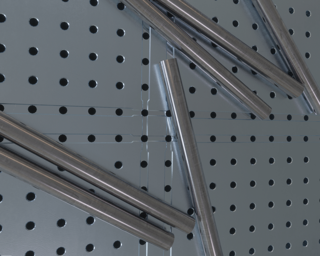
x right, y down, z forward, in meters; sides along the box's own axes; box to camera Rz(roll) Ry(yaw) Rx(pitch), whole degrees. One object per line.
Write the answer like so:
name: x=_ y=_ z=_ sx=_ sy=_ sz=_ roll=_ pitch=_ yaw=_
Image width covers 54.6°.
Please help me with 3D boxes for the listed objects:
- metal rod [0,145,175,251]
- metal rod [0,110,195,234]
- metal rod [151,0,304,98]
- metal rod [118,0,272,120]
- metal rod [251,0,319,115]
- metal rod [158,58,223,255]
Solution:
metal rod: x=-0.110 y=0.077 z=0.372 sx=0.301 sy=0.025 sz=0.025 roll=32 pitch=80 yaw=-17
metal rod: x=-0.080 y=0.057 z=0.382 sx=0.301 sy=0.025 sz=0.025 roll=33 pitch=80 yaw=-17
metal rod: x=0.093 y=-0.127 z=0.446 sx=0.301 sy=0.025 sz=0.025 roll=29 pitch=81 yaw=-18
metal rod: x=0.044 y=-0.108 z=0.428 sx=0.301 sy=0.025 sz=0.025 roll=36 pitch=78 yaw=-17
metal rod: x=0.183 y=-0.150 z=0.479 sx=0.025 sy=0.025 sz=0.299 roll=-38 pitch=102 yaw=-16
metal rod: x=0.046 y=0.054 z=0.429 sx=0.025 sy=0.025 sz=0.299 roll=-16 pitch=95 yaw=-19
